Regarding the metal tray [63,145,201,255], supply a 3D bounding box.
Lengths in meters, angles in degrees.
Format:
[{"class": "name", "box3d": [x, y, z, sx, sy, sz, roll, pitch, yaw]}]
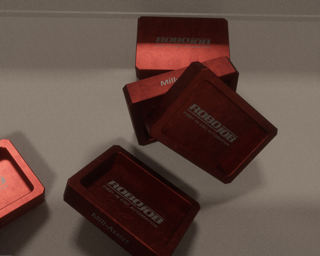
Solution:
[{"class": "metal tray", "box3d": [-0.029, 0.083, 0.350, 0.130, 0.030, 0.090, 35, 37, 12]}]

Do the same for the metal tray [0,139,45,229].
[{"class": "metal tray", "box3d": [-0.211, 0.078, 0.349, 0.131, 0.030, 0.090, -31, 70, -35]}]

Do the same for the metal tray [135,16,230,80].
[{"class": "metal tray", "box3d": [0.032, -0.115, 0.449, 0.131, 0.030, 0.090, 1, 70, 0]}]

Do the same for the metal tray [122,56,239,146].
[{"class": "metal tray", "box3d": [0.027, -0.031, 0.384, 0.131, 0.090, 0.030, -17, 55, -7]}]

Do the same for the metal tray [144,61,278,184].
[{"class": "metal tray", "box3d": [0.060, -0.001, 0.351, 0.130, 0.030, 0.090, 34, 103, -27]}]
